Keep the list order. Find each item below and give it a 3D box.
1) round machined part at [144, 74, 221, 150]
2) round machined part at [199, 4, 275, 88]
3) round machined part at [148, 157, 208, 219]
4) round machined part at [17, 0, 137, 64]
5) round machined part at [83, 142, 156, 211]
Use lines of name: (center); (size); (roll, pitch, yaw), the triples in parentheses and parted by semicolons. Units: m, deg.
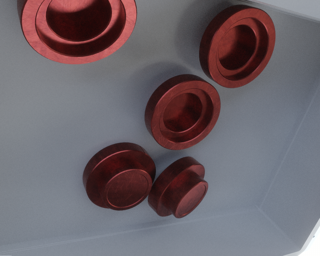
round machined part: (0.025, -0.023, 0.399); (0.099, 0.042, 0.097); (-14, 125, -21)
round machined part: (0.090, -0.103, 0.386); (0.099, 0.042, 0.097); (-14, 125, -21)
round machined part: (0.033, 0.094, 0.457); (0.099, 0.042, 0.097); (-31, 142, -28)
round machined part: (-0.074, -0.107, 0.276); (0.099, 0.042, 0.098); (-18, 152, -10)
round machined part: (-0.050, 0.071, 0.416); (0.099, 0.042, 0.097); (-14, 124, -21)
